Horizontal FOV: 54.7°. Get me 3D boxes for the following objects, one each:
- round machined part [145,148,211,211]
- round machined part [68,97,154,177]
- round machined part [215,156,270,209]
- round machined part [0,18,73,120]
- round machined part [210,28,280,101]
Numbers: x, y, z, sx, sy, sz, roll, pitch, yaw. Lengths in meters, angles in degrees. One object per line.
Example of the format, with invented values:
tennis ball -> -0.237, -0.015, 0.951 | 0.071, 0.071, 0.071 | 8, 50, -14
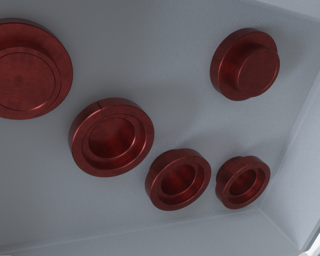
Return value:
round machined part -> 0.022, 0.071, 0.456 | 0.099, 0.042, 0.097 | -14, 125, -21
round machined part -> -0.060, 0.007, 0.371 | 0.099, 0.042, 0.097 | -14, 125, -21
round machined part -> 0.135, 0.087, 0.529 | 0.099, 0.042, 0.097 | -14, 125, -21
round machined part -> -0.133, -0.050, 0.295 | 0.099, 0.042, 0.097 | -14, 125, -21
round machined part -> 0.120, -0.080, 0.416 | 0.099, 0.042, 0.097 | -14, 125, -21
